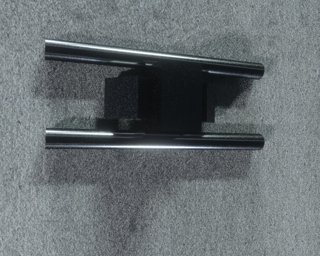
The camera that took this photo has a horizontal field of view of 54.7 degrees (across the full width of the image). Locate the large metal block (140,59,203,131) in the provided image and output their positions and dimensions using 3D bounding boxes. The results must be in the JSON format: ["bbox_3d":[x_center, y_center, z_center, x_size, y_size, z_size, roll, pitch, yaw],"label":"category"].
[{"bbox_3d":[0.011,-0.036,0.388,0.050,0.080,0.079,1,90,-20],"label":"large metal block"}]

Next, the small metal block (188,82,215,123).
[{"bbox_3d":[0.057,-0.033,0.418,0.025,0.050,0.050,0,89,21],"label":"small metal block"}]

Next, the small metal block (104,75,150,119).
[{"bbox_3d":[-0.041,-0.036,0.381,0.025,0.050,0.050,1,90,-60],"label":"small metal block"}]

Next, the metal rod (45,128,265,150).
[{"bbox_3d":[0.008,0.017,0.414,0.303,0.025,0.025,2,90,-21],"label":"metal rod"}]

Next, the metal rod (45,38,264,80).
[{"bbox_3d":[0.008,-0.089,0.414,0.303,0.025,0.025,1,90,-21],"label":"metal rod"}]
